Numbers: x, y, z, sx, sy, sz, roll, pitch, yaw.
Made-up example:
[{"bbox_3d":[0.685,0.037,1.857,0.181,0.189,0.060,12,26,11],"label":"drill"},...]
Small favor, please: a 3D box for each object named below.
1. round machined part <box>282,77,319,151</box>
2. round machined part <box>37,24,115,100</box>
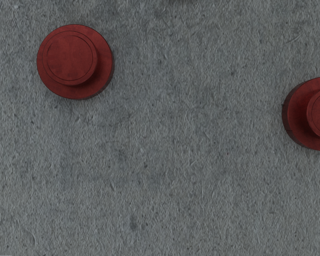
[{"bbox_3d":[0.215,-0.018,0.403,0.099,0.042,0.097,0,90,0],"label":"round machined part"},{"bbox_3d":[-0.111,-0.086,0.400,0.099,0.042,0.097,0,90,0],"label":"round machined part"}]
